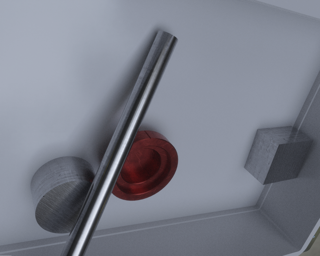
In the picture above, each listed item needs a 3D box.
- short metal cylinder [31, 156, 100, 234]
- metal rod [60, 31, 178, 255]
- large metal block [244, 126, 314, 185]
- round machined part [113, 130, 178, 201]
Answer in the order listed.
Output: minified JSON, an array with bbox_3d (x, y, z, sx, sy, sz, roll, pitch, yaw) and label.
[{"bbox_3d":[-0.114,0.082,0.382,0.081,0.050,0.079,-14,125,-21],"label":"short metal cylinder"},{"bbox_3d":[-0.050,0.032,0.352,0.025,0.025,0.299,24,90,-37],"label":"metal rod"},{"bbox_3d":[0.203,0.046,0.535,0.081,0.050,0.079,-4,121,-27],"label":"large metal block"},{"bbox_3d":[-0.029,0.045,0.411,0.099,0.042,0.097,-14,125,-21],"label":"round machined part"}]
